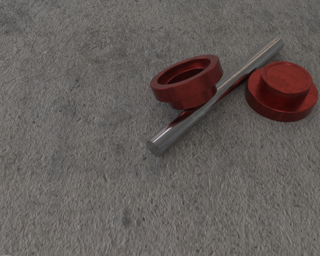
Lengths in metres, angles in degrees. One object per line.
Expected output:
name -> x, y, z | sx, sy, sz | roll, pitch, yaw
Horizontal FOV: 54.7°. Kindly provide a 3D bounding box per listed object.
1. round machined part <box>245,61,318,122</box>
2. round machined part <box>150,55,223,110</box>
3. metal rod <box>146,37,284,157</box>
round machined part -> 0.175, -0.058, 0.443 | 0.099, 0.042, 0.098 | 0, 50, 0
round machined part -> 0.039, -0.060, 0.424 | 0.098, 0.042, 0.098 | -20, 26, 10
metal rod -> 0.095, -0.058, 0.452 | 0.025, 0.025, 0.302 | 36, 58, 26
